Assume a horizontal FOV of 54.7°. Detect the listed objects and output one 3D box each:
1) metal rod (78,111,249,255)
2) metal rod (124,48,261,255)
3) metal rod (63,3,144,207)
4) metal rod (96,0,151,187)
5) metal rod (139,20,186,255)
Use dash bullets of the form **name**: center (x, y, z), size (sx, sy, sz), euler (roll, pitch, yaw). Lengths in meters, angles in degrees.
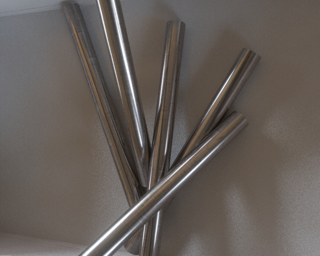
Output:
- **metal rod**: center (-0.012, 0.087, 0.349), size (0.301, 0.025, 0.025), euler (-42, 76, -11)
- **metal rod**: center (0.036, 0.037, 0.397), size (0.025, 0.025, 0.299), euler (33, 100, 16)
- **metal rod**: center (-0.080, -0.037, 0.437), size (0.025, 0.025, 0.299), euler (-22, 83, 18)
- **metal rod**: center (-0.041, -0.062, 0.358), size (0.025, 0.025, 0.298), euler (-2, 115, 20)
- **metal rod**: center (0.003, 0.013, 0.390), size (0.025, 0.025, 0.298), euler (5, 85, 19)
